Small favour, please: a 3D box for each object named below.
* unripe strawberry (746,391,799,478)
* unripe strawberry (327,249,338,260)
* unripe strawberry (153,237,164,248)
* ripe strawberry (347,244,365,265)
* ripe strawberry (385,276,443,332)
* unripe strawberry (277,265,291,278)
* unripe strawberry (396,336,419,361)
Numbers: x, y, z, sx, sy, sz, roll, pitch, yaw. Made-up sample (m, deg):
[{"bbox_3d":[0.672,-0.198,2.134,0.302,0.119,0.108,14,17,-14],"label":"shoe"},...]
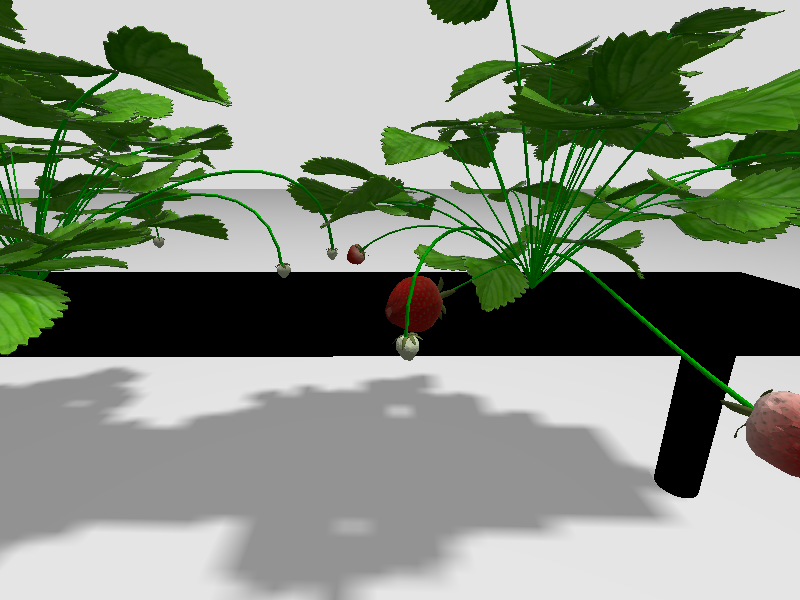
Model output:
[{"bbox_3d":[0.133,0.046,0.133,0.025,0.028,0.027,-1,18,-3],"label":"unripe strawberry"},{"bbox_3d":[-0.062,-0.042,0.368,0.010,0.010,0.011,-1,17,-3],"label":"unripe strawberry"},{"bbox_3d":[-0.326,-0.077,0.540,0.013,0.014,0.014,0,17,1],"label":"unripe strawberry"},{"bbox_3d":[-0.050,-0.051,0.456,0.022,0.022,0.020,-32,-3,34],"label":"ripe strawberry"},{"bbox_3d":[0.007,0.003,0.260,0.039,0.038,0.036,-16,23,-40],"label":"ripe strawberry"},{"bbox_3d":[-0.095,-0.023,0.327,0.011,0.011,0.010,2,17,7],"label":"unripe strawberry"},{"bbox_3d":[0.004,0.026,0.213,0.013,0.014,0.014,13,21,35],"label":"unripe strawberry"}]
